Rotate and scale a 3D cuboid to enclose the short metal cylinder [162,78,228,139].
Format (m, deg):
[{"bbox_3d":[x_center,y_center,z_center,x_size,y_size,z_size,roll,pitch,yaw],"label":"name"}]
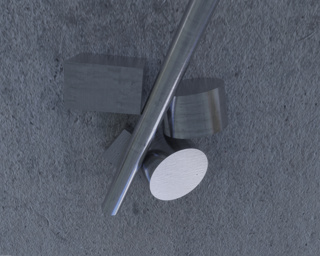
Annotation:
[{"bbox_3d":[0.039,-0.026,0.371,0.080,0.080,0.050,-9,110,3],"label":"short metal cylinder"}]

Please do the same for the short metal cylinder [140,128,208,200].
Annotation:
[{"bbox_3d":[0.013,0.045,0.396,0.081,0.050,0.079,-16,128,-21],"label":"short metal cylinder"}]

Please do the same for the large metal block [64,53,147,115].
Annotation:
[{"bbox_3d":[-0.059,-0.054,0.360,0.081,0.080,0.050,5,110,-2],"label":"large metal block"}]

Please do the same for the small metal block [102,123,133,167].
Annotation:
[{"bbox_3d":[-0.042,0.030,0.420,0.050,0.025,0.050,37,106,-13],"label":"small metal block"}]

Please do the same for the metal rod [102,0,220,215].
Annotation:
[{"bbox_3d":[-0.009,-0.011,0.338,0.025,0.025,0.298,21,120,-8],"label":"metal rod"}]
